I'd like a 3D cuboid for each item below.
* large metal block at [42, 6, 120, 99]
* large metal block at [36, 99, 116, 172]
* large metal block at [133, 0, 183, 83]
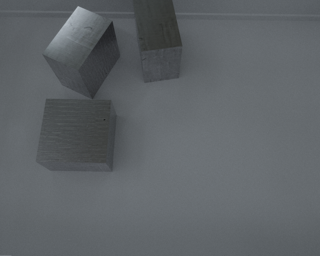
[{"bbox_3d":[-0.100,-0.098,0.415,0.050,0.080,0.080,26,72,9],"label":"large metal block"},{"bbox_3d":[-0.101,0.010,0.392,0.080,0.050,0.080,1,70,0],"label":"large metal block"},{"bbox_3d":[-0.004,-0.119,0.424,0.050,0.080,0.080,-9,70,-3],"label":"large metal block"}]
